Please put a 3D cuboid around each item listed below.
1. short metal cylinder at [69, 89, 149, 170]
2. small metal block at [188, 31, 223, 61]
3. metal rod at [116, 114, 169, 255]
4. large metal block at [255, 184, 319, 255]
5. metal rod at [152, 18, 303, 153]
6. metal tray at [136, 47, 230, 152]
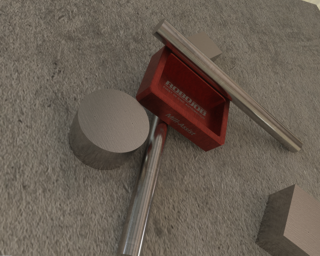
[{"bbox_3d":[-0.059,0.002,0.356,0.081,0.050,0.080,14,56,-21],"label":"short metal cylinder"},{"bbox_3d":[0.069,-0.131,0.523,0.050,0.025,0.050,-32,80,-38],"label":"small metal block"},{"bbox_3d":[-0.003,0.011,0.396,0.025,0.025,0.300,24,53,-14],"label":"metal rod"},{"bbox_3d":[0.182,0.135,0.406,0.080,0.050,0.080,38,51,-3],"label":"large metal block"},{"bbox_3d":[0.111,-0.049,0.450,0.301,0.025,0.025,35,50,-24],"label":"metal rod"},{"bbox_3d":[0.037,-0.038,0.418,0.130,0.030,0.090,36,49,-23],"label":"metal tray"}]
